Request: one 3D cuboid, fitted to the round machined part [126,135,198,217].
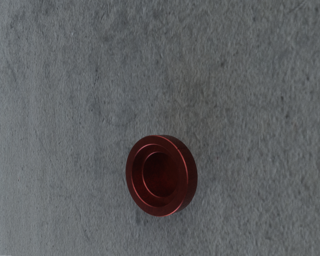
[{"bbox_3d":[0.006,0.057,0.387,0.098,0.042,0.097,0,90,39],"label":"round machined part"}]
